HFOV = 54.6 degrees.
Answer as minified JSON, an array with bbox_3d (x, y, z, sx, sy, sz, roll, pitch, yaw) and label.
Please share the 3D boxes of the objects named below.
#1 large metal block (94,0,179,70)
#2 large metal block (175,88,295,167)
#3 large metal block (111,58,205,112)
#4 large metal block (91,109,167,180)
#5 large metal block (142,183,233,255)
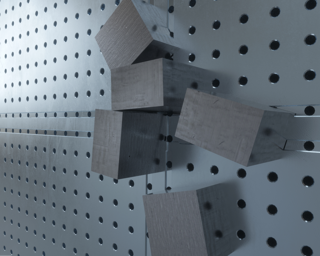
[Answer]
[{"bbox_3d":[-0.034,-0.117,0.422,0.080,0.050,0.080,-41,65,32],"label":"large metal block"},{"bbox_3d":[0.076,-0.003,0.312,0.080,0.081,0.050,23,105,38],"label":"large metal block"},{"bbox_3d":[-0.002,-0.047,0.376,0.080,0.081,0.050,-2,89,40],"label":"large metal block"},{"bbox_3d":[-0.040,0.018,0.407,0.050,0.081,0.080,8,96,40],"label":"large metal block"},{"bbox_3d":[0.031,0.113,0.368,0.080,0.050,0.080,-16,80,39],"label":"large metal block"}]
